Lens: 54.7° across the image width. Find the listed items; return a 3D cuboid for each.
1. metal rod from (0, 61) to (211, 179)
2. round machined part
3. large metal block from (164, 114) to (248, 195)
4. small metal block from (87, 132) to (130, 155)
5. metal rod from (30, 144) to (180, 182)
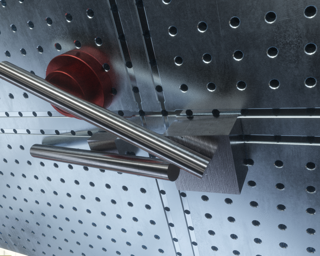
[{"bbox_3d":[-0.080,-0.017,0.379,0.301,0.025,0.025,25,127,15],"label":"metal rod"},{"bbox_3d":[-0.119,-0.053,0.427,0.098,0.042,0.097,13,124,20],"label":"round machined part"},{"bbox_3d":[0.057,0.031,0.380,0.080,0.050,0.080,-2,118,28],"label":"large metal block"},{"bbox_3d":[-0.076,0.034,0.471,0.050,0.025,0.050,0,118,28],"label":"small metal block"},{"bbox_3d":[-0.101,0.045,0.455,0.300,0.025,0.025,2,120,38],"label":"metal rod"}]
